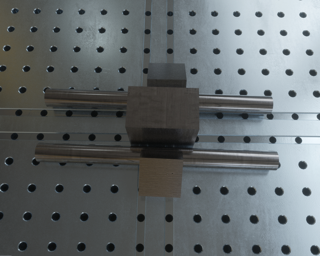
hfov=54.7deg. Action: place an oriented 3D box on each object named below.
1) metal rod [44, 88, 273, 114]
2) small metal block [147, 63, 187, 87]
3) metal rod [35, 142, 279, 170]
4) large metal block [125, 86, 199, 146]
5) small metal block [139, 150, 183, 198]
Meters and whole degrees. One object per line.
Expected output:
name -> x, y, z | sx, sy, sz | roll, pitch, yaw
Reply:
metal rod -> -0.002, -0.036, 0.420 | 0.302, 0.025, 0.025 | 2, 70, 0
small metal block -> 0.009, -0.066, 0.420 | 0.050, 0.025, 0.050 | 1, 36, 0
metal rod -> -0.004, 0.036, 0.395 | 0.302, 0.025, 0.025 | 2, 70, 0
large metal block -> 0.003, -0.010, 0.381 | 0.081, 0.080, 0.050 | 2, 70, 0
small metal block -> 0.001, 0.055, 0.375 | 0.050, 0.025, 0.050 | 3, 108, 0
